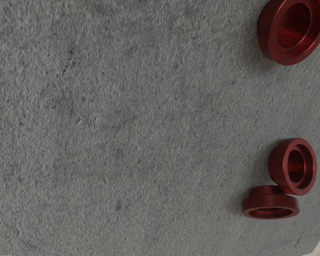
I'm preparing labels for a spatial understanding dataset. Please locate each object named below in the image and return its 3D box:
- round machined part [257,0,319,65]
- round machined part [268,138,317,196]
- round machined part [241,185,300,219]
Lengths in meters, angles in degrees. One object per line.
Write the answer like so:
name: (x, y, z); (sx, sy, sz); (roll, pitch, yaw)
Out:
round machined part: (0.167, -0.135, 0.403); (0.099, 0.042, 0.097); (-14, 124, -21)
round machined part: (0.228, 0.066, 0.542); (0.099, 0.042, 0.097); (4, 84, -34)
round machined part: (0.200, 0.135, 0.567); (0.099, 0.042, 0.098); (2, 151, 2)
